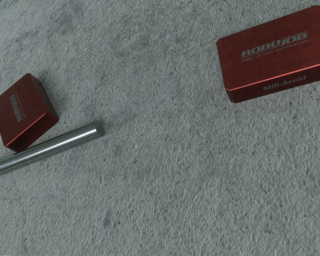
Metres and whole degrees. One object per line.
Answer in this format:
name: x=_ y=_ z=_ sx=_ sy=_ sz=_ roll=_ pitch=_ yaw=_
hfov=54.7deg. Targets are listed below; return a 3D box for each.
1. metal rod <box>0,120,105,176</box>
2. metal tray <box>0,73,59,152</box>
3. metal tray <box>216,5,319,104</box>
metal rod: x=-0.223 y=0.051 z=0.486 sx=0.301 sy=0.025 sz=0.025 roll=-20 pitch=54 yaw=15
metal tray: x=-0.238 y=-0.030 z=0.541 sx=0.090 sy=0.030 sz=0.130 roll=-40 pitch=51 yaw=1
metal tray: x=0.142 y=-0.090 z=0.381 sx=0.130 sy=0.030 sz=0.090 roll=-15 pitch=56 yaw=19
